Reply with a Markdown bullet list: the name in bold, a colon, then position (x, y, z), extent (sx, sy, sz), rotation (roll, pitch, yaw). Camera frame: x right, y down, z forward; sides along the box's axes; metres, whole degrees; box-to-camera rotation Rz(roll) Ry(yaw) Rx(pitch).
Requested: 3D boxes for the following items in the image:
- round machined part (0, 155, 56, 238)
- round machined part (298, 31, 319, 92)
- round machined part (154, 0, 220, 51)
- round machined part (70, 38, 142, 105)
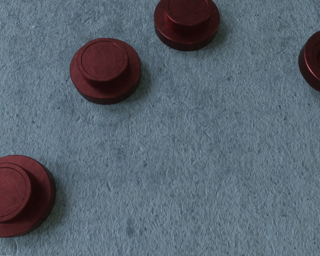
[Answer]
- **round machined part**: position (-0.180, 0.079, 0.369), extent (0.099, 0.042, 0.098), rotation (0, 70, 0)
- **round machined part**: position (0.242, -0.087, 0.432), extent (0.099, 0.042, 0.098), rotation (0, 70, 0)
- **round machined part**: position (0.040, -0.167, 0.460), extent (0.099, 0.042, 0.098), rotation (0, 70, 0)
- **round machined part**: position (-0.076, -0.085, 0.429), extent (0.099, 0.042, 0.098), rotation (0, 70, 0)
